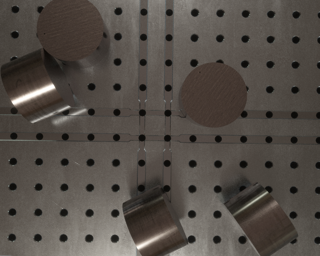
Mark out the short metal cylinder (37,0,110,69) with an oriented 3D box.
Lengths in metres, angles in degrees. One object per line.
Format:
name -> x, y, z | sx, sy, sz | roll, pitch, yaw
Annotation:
short metal cylinder -> -0.109, -0.121, 0.399 | 0.081, 0.050, 0.079 | 0, 90, -1

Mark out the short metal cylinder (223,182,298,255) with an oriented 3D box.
short metal cylinder -> 0.124, 0.115, 0.388 | 0.050, 0.080, 0.080 | -34, 90, 0

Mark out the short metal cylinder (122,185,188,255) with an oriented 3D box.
short metal cylinder -> -0.006, 0.118, 0.386 | 0.050, 0.080, 0.080 | -27, 90, 0

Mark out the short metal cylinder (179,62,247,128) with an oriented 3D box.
short metal cylinder -> 0.066, -0.040, 0.402 | 0.081, 0.050, 0.079 | 0, 90, -1

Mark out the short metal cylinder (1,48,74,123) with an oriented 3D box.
short metal cylinder -> -0.149, -0.052, 0.384 | 0.050, 0.080, 0.080 | -24, 90, 0
